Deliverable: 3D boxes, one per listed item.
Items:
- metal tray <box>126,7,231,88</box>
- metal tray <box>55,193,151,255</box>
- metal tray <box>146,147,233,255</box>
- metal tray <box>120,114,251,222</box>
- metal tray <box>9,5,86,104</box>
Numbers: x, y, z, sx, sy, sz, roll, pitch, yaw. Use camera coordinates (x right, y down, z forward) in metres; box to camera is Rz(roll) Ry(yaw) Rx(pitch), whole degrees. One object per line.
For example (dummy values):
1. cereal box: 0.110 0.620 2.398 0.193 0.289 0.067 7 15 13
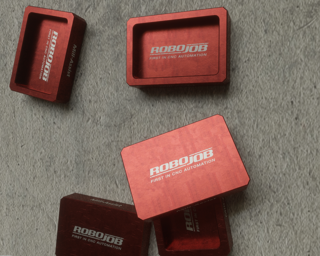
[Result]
1. metal tray: 0.022 -0.099 0.398 0.130 0.030 0.089 1 90 19
2. metal tray: -0.081 0.149 0.435 0.130 0.030 0.089 7 92 19
3. metal tray: 0.035 0.094 0.393 0.090 0.030 0.129 -11 86 19
4. metal tray: 0.028 0.048 0.367 0.131 0.030 0.090 -20 67 4
5. metal tray: -0.170 -0.110 0.466 0.090 0.030 0.129 16 95 19
